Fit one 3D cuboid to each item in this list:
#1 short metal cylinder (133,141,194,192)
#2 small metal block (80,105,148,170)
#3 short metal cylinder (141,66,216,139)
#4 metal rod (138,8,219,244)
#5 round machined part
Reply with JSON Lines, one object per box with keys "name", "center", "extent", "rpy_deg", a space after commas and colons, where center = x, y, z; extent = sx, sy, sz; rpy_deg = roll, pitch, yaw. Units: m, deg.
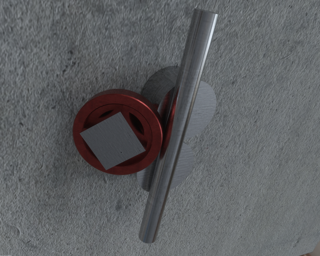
{"name": "short metal cylinder", "center": [-0.002, 0.039, 0.415], "extent": [0.081, 0.050, 0.079], "rpy_deg": [-14, 123, -21]}
{"name": "small metal block", "center": [-0.049, 0.010, 0.335], "extent": [0.050, 0.025, 0.050], "rpy_deg": [-27, 108, 13]}
{"name": "short metal cylinder", "center": [0.022, -0.031, 0.385], "extent": [0.081, 0.050, 0.079], "rpy_deg": [-14, 124, -21]}
{"name": "metal rod", "center": [0.014, 0.018, 0.363], "extent": [0.025, 0.025, 0.298], "rpy_deg": [-1, 119, -28]}
{"name": "round machined part", "center": [-0.046, 0.002, 0.357], "extent": [0.099, 0.042, 0.097], "rpy_deg": [1, 112, 2]}
